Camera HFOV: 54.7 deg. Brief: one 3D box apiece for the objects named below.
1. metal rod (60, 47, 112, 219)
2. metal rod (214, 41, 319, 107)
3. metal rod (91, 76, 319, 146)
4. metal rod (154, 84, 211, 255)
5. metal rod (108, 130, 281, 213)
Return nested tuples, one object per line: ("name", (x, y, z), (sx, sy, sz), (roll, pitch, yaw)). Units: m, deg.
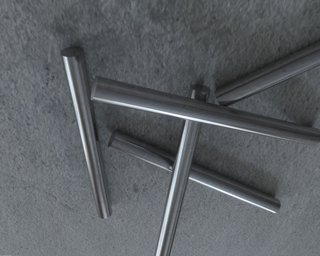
("metal rod", (-0.094, 0.031, 0.431), (0.025, 0.025, 0.298), (0, 130, 0))
("metal rod", (0.201, -0.094, 0.330), (0.300, 0.025, 0.025), (-25, 126, 19))
("metal rod", (0.072, -0.014, 0.364), (0.302, 0.025, 0.025), (11, 130, -22))
("metal rod", (0.026, 0.082, 0.439), (0.025, 0.025, 0.298), (7, 118, -6))
("metal rod", (0.064, 0.073, 0.470), (0.302, 0.025, 0.025), (24, 126, -20))
